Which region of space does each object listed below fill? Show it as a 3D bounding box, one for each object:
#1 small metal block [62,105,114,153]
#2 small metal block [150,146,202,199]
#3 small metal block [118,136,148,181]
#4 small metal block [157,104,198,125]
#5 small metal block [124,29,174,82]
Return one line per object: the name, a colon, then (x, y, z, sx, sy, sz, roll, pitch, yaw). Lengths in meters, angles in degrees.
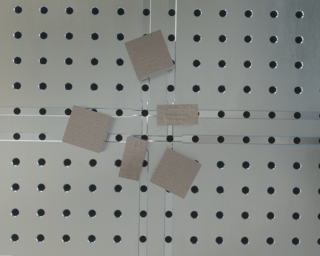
small metal block: (-0.095, 0.001, 0.413, 0.050, 0.025, 0.050, 18, 90, 0)
small metal block: (0.020, 0.058, 0.414, 0.050, 0.025, 0.050, 27, 90, 0)
small metal block: (-0.033, 0.037, 0.401, 0.025, 0.050, 0.050, 13, 90, 0)
small metal block: (0.021, -0.016, 0.401, 0.050, 0.050, 0.025, -1, 90, 0)
small metal block: (-0.014, -0.096, 0.413, 0.050, 0.025, 0.050, -21, 90, 0)
